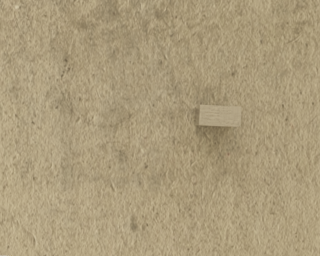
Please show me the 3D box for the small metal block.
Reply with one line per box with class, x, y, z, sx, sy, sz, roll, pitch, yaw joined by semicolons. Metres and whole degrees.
small metal block;0.073;-0.015;0.398;0.050;0.050;0.025;3;90;0
